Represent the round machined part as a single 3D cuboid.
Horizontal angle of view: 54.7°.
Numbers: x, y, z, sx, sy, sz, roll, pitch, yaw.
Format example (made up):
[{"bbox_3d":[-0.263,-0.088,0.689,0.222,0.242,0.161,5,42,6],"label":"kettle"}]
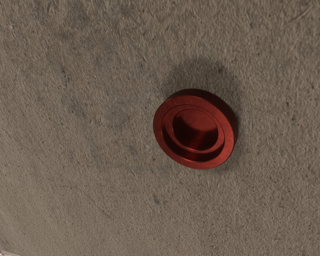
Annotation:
[{"bbox_3d":[0.045,-0.002,0.370,0.098,0.042,0.097,13,124,20],"label":"round machined part"}]
